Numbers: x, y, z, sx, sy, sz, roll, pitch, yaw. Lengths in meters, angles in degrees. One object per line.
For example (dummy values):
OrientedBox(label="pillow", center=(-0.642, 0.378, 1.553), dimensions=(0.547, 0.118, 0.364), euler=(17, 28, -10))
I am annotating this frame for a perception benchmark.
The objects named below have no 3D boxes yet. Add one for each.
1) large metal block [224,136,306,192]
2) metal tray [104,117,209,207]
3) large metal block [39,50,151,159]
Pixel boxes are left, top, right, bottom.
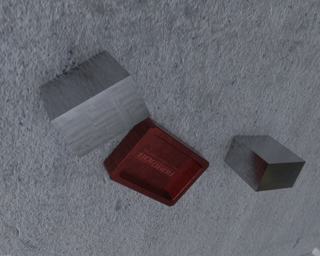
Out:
OrientedBox(label="large metal block", center=(0.165, 0.053, 0.495), dimensions=(0.081, 0.080, 0.050), euler=(1, 118, -29))
OrientedBox(label="metal tray", center=(-0.001, 0.051, 0.434), dimensions=(0.090, 0.030, 0.130), euler=(-50, 129, 7))
OrientedBox(label="large metal block", center=(-0.068, -0.028, 0.317), dimensions=(0.080, 0.080, 0.050), euler=(-32, 129, -8))
